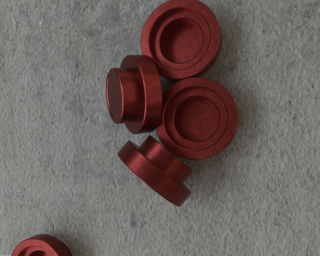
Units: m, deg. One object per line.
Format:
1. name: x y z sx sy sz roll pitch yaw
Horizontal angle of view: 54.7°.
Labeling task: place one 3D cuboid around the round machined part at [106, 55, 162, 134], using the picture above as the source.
1. round machined part: -0.037 -0.040 0.382 0.042 0.098 0.097 -7 87 -25

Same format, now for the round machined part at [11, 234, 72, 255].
1. round machined part: -0.168 0.205 0.458 0.098 0.042 0.097 0 90 19

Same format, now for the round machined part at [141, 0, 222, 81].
1. round machined part: 0.029 -0.107 0.389 0.098 0.042 0.097 0 90 19

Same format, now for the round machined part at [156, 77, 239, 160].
1. round machined part: 0.047 -0.011 0.381 0.098 0.042 0.097 -1 86 17

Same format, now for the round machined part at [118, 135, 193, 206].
1. round machined part: 0.000 0.045 0.371 0.098 0.098 0.042 39 88 15
